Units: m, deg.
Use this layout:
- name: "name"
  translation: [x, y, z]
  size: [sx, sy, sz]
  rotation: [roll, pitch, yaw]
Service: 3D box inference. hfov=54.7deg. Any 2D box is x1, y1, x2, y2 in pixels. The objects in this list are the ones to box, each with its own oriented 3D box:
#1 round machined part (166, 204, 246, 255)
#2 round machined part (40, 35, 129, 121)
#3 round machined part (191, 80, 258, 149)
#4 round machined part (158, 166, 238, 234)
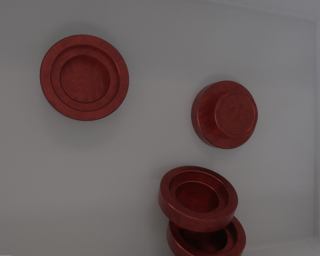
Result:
- name: "round machined part"
  translation: [0.057, 0.144, 0.401]
  size: [0.099, 0.098, 0.042]
  rotation: [-2, 121, -20]
- name: "round machined part"
  translation: [-0.090, -0.057, 0.368]
  size: [0.099, 0.042, 0.097]
  rotation: [0, 90, -20]
- name: "round machined part"
  translation: [0.097, -0.019, 0.437]
  size: [0.099, 0.042, 0.097]
  rotation: [0, 90, -20]
- name: "round machined part"
  translation: [0.046, 0.095, 0.397]
  size: [0.099, 0.098, 0.042]
  rotation: [-3, 123, -20]
